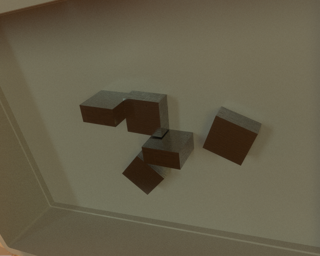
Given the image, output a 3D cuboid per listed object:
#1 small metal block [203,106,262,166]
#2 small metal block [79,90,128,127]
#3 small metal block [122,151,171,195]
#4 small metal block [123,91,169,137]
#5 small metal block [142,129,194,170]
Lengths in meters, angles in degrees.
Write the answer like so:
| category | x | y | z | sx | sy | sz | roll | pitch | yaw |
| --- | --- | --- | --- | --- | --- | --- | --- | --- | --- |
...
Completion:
| category | x | y | z | sx | sy | sz | roll | pitch | yaw |
| --- | --- | --- | --- | --- | --- | --- | --- | --- | --- |
| small metal block | 0.085 | 0.010 | 0.370 | 0.050 | 0.025 | 0.050 | 25 | 127 | 12 |
| small metal block | -0.069 | -0.027 | 0.412 | 0.050 | 0.050 | 0.025 | 9 | 122 | 24 |
| small metal block | -0.020 | 0.064 | 0.459 | 0.050 | 0.025 | 0.050 | 40 | 129 | 0 |
| small metal block | -0.017 | -0.019 | 0.406 | 0.050 | 0.025 | 0.050 | 9 | 123 | 23 |
| small metal block | 0.012 | 0.025 | 0.402 | 0.050 | 0.050 | 0.025 | 8 | 122 | 24 |
